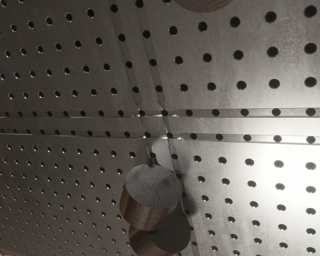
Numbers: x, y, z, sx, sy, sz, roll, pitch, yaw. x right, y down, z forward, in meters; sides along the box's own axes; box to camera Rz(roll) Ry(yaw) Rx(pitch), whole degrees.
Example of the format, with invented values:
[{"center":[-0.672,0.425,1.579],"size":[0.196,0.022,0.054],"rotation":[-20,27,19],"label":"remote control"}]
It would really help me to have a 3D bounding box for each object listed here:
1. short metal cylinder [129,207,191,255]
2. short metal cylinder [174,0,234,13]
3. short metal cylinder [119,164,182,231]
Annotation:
[{"center":[0.000,0.158,0.472],"size":[0.080,0.080,0.050],"rotation":[41,129,0],"label":"short metal cylinder"},{"center":[0.046,-0.150,0.278],"size":[0.080,0.050,0.079],"rotation":[13,124,20],"label":"short metal cylinder"},{"center":[-0.014,0.098,0.442],"size":[0.080,0.080,0.050],"rotation":[26,127,11],"label":"short metal cylinder"}]
